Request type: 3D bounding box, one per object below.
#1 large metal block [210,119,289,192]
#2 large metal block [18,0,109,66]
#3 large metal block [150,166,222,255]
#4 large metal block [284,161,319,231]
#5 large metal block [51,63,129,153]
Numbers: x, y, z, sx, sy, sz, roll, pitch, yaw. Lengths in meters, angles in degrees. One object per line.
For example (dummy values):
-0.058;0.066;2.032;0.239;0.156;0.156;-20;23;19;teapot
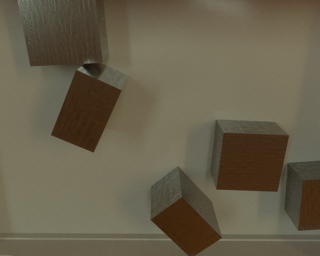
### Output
0.115;0.036;0.413;0.081;0.050;0.079;2;110;-2;large metal block
-0.106;-0.116;0.354;0.081;0.050;0.079;-3;110;0;large metal block
0.033;0.112;0.424;0.050;0.080;0.080;-39;106;13;large metal block
0.227;0.093;0.436;0.081;0.050;0.079;-4;110;1;large metal block
-0.080;-0.030;0.370;0.050;0.080;0.080;24;108;-9;large metal block
